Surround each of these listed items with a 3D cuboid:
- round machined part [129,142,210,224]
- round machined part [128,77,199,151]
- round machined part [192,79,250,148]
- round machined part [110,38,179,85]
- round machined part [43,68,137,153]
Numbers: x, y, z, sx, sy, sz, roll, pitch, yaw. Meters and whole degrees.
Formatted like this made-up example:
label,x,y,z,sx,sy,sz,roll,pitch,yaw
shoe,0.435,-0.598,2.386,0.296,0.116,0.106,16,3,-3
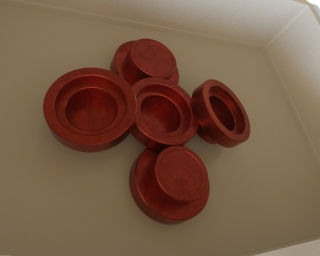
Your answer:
label,x,y,z,sx,sy,sz,roll,pitch,yaw
round machined part,0.017,0.059,0.365,0.099,0.042,0.098,14,56,-21
round machined part,-0.002,-0.014,0.399,0.099,0.042,0.098,14,56,-21
round machined part,0.079,-0.016,0.434,0.098,0.042,0.098,27,46,-31
round machined part,-0.016,-0.086,0.436,0.099,0.042,0.098,14,56,-21
round machined part,-0.077,-0.017,0.351,0.099,0.042,0.098,4,62,-7
